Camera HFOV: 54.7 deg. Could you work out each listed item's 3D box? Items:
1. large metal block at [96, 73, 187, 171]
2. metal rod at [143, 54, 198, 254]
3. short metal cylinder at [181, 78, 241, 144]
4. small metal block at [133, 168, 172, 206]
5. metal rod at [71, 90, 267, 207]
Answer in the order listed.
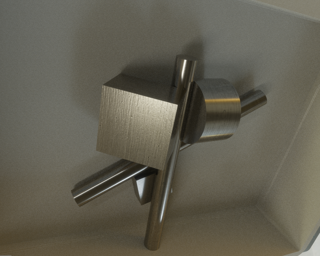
[{"bbox_3d":[-0.021,-0.008,0.350,0.080,0.050,0.079,16,117,9],"label":"large metal block"},{"bbox_3d":[0.009,0.053,0.412,0.025,0.025,0.298,-5,120,-27],"label":"metal rod"},{"bbox_3d":[0.055,-0.022,0.388,0.050,0.080,0.079,-5,121,-28],"label":"short metal cylinder"},{"bbox_3d":[-0.012,0.078,0.450,0.050,0.025,0.050,-20,126,-17],"label":"small metal block"},{"bbox_3d":[0.021,0.023,0.433,0.302,0.025,0.025,-28,128,-11],"label":"metal rod"}]
